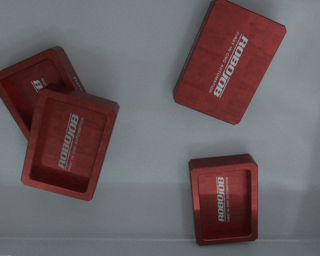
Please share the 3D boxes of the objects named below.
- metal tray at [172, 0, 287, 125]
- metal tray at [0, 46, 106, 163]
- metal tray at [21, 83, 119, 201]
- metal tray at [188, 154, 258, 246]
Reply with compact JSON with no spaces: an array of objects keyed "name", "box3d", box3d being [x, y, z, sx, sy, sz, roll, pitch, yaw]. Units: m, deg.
[{"name":"metal tray","box3d":[0.081,-0.079,0.380,0.090,0.030,0.129,20,109,-8]},{"name":"metal tray","box3d":[-0.139,-0.027,0.397,0.090,0.030,0.129,-22,109,7]},{"name":"metal tray","box3d":[-0.111,0.020,0.382,0.091,0.030,0.129,17,109,-7]},{"name":"metal tray","box3d":[0.092,0.105,0.447,0.091,0.030,0.129,-6,110,2]}]
